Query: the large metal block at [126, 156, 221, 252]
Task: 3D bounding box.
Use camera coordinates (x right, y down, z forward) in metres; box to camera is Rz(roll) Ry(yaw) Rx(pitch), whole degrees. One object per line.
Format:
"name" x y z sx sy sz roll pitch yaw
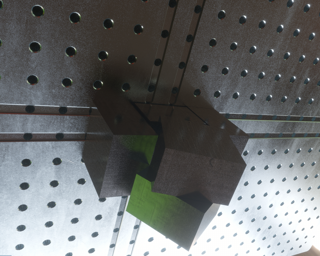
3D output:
"large metal block" 0.022 0.077 0.350 0.080 0.080 0.050 -24 136 -57

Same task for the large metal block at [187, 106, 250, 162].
"large metal block" 0.065 0.025 0.428 0.050 0.080 0.079 4 117 -31

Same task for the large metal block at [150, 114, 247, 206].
"large metal block" 0.035 0.032 0.333 0.081 0.080 0.050 13 113 -10

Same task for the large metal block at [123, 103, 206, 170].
"large metal block" 0.003 0.017 0.406 0.081 0.050 0.079 3 117 -30

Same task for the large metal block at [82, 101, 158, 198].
"large metal block" -0.051 0.023 0.363 0.050 0.080 0.079 2 118 -30
